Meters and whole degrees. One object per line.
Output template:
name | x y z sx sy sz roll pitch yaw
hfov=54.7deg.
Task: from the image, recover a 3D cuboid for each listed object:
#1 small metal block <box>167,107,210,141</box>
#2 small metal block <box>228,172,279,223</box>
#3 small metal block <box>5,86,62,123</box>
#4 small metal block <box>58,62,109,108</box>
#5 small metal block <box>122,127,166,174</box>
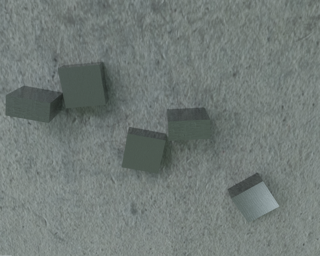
small metal block | 0.035 -0.006 0.395 0.050 0.050 0.025 -3 110 0
small metal block | 0.135 0.101 0.449 0.050 0.025 0.050 -32 107 11
small metal block | -0.154 -0.030 0.383 0.050 0.050 0.025 10 110 -4
small metal block | -0.095 -0.054 0.389 0.050 0.025 0.050 -5 110 1
small metal block | -0.022 0.030 0.421 0.050 0.025 0.050 11 110 -5
